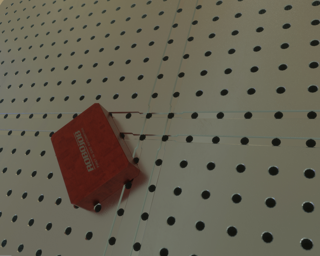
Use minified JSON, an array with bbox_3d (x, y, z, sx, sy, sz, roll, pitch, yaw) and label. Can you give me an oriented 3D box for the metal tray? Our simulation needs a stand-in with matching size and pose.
[{"bbox_3d":[-0.095,0.035,0.431,0.090,0.030,0.130,-36,51,3],"label":"metal tray"}]
